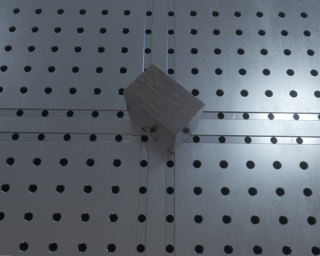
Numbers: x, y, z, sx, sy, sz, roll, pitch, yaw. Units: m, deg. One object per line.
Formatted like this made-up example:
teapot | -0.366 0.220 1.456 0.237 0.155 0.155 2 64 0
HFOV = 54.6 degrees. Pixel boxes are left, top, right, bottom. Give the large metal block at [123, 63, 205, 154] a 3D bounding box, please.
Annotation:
large metal block | 0.004 -0.021 0.390 0.080 0.080 0.050 40 75 13
